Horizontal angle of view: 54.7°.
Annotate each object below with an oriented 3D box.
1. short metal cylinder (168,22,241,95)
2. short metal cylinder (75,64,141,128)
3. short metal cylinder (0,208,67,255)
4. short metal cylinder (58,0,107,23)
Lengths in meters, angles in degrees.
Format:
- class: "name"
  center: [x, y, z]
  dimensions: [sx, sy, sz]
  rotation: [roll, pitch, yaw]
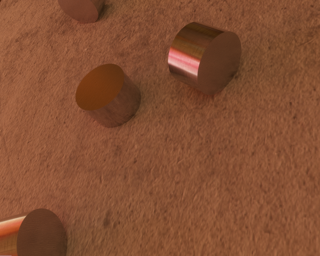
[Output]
- class: "short metal cylinder"
  center: [0.057, -0.088, 0.392]
  dimensions: [0.050, 0.080, 0.080]
  rotation: [34, 81, 38]
- class: "short metal cylinder"
  center: [-0.075, -0.047, 0.454]
  dimensions: [0.080, 0.050, 0.080]
  rotation: [-13, 56, 20]
- class: "short metal cylinder"
  center: [-0.156, 0.140, 0.363]
  dimensions: [0.050, 0.080, 0.080]
  rotation: [-18, 55, 17]
- class: "short metal cylinder"
  center: [-0.149, -0.250, 0.598]
  dimensions: [0.080, 0.080, 0.050]
  rotation: [4, 64, 30]
